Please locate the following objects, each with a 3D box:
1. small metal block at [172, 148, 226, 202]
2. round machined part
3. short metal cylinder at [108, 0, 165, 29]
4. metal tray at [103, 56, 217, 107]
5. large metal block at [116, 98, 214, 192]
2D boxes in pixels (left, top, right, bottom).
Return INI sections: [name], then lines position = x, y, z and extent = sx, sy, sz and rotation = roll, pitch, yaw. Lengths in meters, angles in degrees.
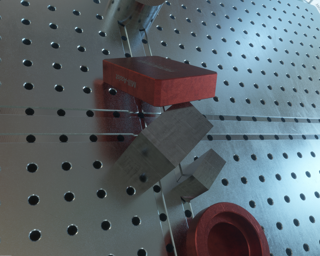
[small metal block]
position = 0.049, 0.059, 0.384
extent = 0.025, 0.050, 0.050
rotation = 43, 51, 0
[round machined part]
position = 0.073, 0.139, 0.354
extent = 0.099, 0.042, 0.098
rotation = 14, 56, -21
[short metal cylinder]
position = -0.038, -0.207, 0.500
extent = 0.081, 0.050, 0.080
rotation = 14, 56, -21
[metal tray]
position = -0.004, -0.064, 0.393
extent = 0.091, 0.030, 0.130
rotation = -13, 27, -34
[large metal block]
position = 0.005, 0.019, 0.365
extent = 0.050, 0.080, 0.080
rotation = 46, 51, 3
